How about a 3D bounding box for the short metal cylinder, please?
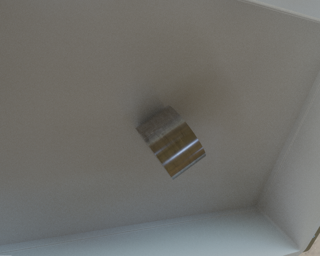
[{"bbox_3d":[0.013,0.018,0.390,0.050,0.080,0.080,-36,130,-5],"label":"short metal cylinder"}]
